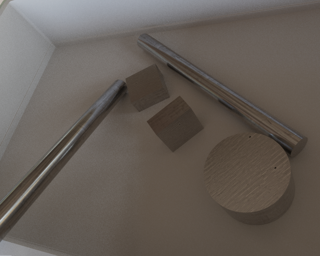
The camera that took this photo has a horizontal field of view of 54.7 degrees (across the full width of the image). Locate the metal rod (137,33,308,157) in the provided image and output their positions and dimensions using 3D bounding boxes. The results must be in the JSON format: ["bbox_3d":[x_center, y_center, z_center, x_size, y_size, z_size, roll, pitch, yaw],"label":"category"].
[{"bbox_3d":[0.058,-0.061,0.411,0.025,0.025,0.300,-44,51,-3],"label":"metal rod"}]

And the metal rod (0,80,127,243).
[{"bbox_3d":[-0.110,0.023,0.365,0.025,0.025,0.301,-4,33,26],"label":"metal rod"}]

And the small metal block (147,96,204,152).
[{"bbox_3d":[0.020,-0.004,0.380,0.050,0.050,0.025,-38,51,2],"label":"small metal block"}]

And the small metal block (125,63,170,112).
[{"bbox_3d":[-0.019,-0.059,0.450,0.050,0.025,0.050,-25,53,12],"label":"small metal block"}]

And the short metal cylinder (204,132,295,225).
[{"bbox_3d":[0.090,0.051,0.311,0.080,0.050,0.080,-13,56,20],"label":"short metal cylinder"}]
